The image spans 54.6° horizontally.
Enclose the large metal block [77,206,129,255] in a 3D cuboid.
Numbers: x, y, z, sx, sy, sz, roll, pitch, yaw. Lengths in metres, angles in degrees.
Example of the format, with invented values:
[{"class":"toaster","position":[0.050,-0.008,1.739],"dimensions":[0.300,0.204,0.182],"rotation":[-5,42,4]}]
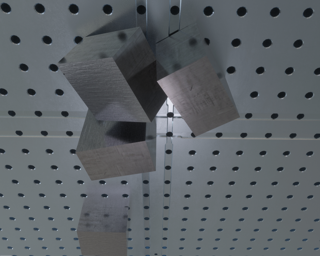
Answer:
[{"class":"large metal block","position":[-0.098,0.184,0.551],"dimensions":[0.080,0.050,0.080],"rotation":[2,130,-2]}]

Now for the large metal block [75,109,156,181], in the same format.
[{"class":"large metal block","position":[-0.050,0.013,0.386],"dimensions":[0.080,0.080,0.050],"rotation":[-10,130,8]}]

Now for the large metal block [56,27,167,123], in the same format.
[{"class":"large metal block","position":[-0.046,-0.053,0.329],"dimensions":[0.080,0.050,0.080],"rotation":[3,137,36]}]

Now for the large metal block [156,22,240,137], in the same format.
[{"class":"large metal block","position":[0.038,-0.052,0.330],"dimensions":[0.050,0.080,0.080],"rotation":[-25,126,18]}]
